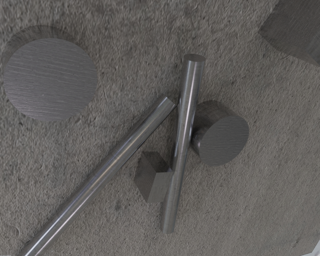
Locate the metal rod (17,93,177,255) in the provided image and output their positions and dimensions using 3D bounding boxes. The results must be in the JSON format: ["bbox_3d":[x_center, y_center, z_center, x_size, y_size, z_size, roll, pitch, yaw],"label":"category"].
[{"bbox_3d":[-0.088,0.075,0.405,0.300,0.025,0.025,-48,129,5],"label":"metal rod"}]

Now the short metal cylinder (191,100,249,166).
[{"bbox_3d":[0.077,0.007,0.437,0.081,0.050,0.079,-14,124,-21],"label":"short metal cylinder"}]

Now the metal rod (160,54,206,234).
[{"bbox_3d":[0.026,0.043,0.434,0.025,0.025,0.298,-10,127,-23],"label":"metal rod"}]

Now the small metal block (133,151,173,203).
[{"bbox_3d":[-0.011,0.067,0.426,0.025,0.050,0.050,3,117,-30],"label":"small metal block"}]

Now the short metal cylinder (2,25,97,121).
[{"bbox_3d":[-0.107,-0.053,0.299,0.081,0.050,0.079,-14,124,-21],"label":"short metal cylinder"}]

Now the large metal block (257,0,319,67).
[{"bbox_3d":[0.188,-0.134,0.391,0.050,0.080,0.080,24,105,-37],"label":"large metal block"}]
